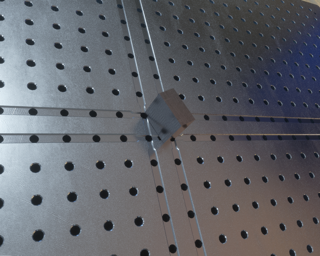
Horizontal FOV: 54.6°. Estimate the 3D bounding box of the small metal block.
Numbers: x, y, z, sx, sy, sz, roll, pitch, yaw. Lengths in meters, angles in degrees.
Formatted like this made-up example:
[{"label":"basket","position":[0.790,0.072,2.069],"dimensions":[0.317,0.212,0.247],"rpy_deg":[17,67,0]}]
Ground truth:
[{"label":"small metal block","position":[0.011,-0.015,0.407],"dimensions":[0.025,0.050,0.050],"rpy_deg":[-25,76,-37]}]
